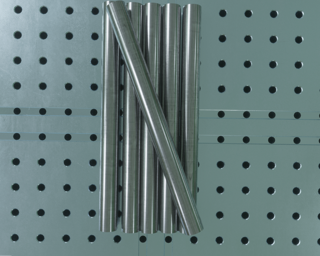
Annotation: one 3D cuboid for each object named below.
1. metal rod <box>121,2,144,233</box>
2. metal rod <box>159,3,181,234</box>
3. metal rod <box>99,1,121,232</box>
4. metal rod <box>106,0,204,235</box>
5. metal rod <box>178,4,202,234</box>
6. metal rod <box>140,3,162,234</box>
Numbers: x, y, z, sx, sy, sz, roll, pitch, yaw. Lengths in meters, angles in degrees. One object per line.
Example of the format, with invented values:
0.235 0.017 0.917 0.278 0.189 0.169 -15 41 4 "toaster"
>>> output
-0.037 -0.013 0.412 0.025 0.025 0.298 1 90 0 "metal rod"
0.013 -0.012 0.414 0.025 0.025 0.298 1 90 0 "metal rod"
-0.066 -0.015 0.412 0.025 0.025 0.298 1 90 0 "metal rod"
-0.006 -0.012 0.388 0.025 0.025 0.299 -19 90 0 "metal rod"
0.040 -0.012 0.414 0.025 0.025 0.298 1 90 0 "metal rod"
-0.012 -0.013 0.412 0.025 0.025 0.298 1 90 0 "metal rod"
